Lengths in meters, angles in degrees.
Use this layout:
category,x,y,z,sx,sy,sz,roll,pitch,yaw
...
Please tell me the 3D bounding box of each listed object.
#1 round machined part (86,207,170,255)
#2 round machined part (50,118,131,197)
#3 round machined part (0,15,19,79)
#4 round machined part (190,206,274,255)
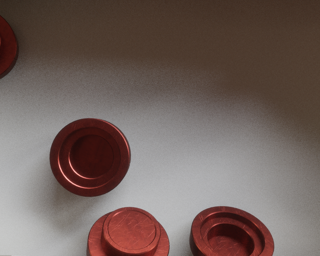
category,x,y,z,sx,sy,sz,roll,pitch,yaw
round machined part,-0.036,0.134,0.371,0.099,0.098,0.042,13,121,0
round machined part,-0.087,0.036,0.402,0.099,0.042,0.097,0,90,0
round machined part,-0.234,-0.106,0.388,0.099,0.042,0.097,0,91,-17
round machined part,0.085,0.146,0.382,0.099,0.098,0.042,5,118,0
